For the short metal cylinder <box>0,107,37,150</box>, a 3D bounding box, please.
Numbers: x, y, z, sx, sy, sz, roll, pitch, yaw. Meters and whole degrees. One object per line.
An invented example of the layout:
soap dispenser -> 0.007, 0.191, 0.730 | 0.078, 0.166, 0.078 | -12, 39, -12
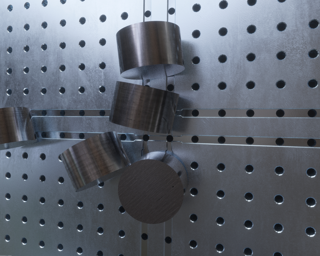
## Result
short metal cylinder -> -0.232, 0.003, 0.465 | 0.080, 0.080, 0.050 | -14, 85, 19

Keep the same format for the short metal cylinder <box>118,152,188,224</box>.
short metal cylinder -> -0.007, 0.074, 0.394 | 0.080, 0.050, 0.079 | 1, 96, 10

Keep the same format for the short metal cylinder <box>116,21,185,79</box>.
short metal cylinder -> -0.012, -0.094, 0.387 | 0.080, 0.080, 0.050 | -8, 88, 20

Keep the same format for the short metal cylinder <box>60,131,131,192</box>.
short metal cylinder -> -0.084, 0.045, 0.413 | 0.080, 0.080, 0.050 | -29, 80, 18

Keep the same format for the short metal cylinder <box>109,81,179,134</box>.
short metal cylinder -> -0.020, -0.026, 0.390 | 0.080, 0.080, 0.050 | 13, 95, 19
